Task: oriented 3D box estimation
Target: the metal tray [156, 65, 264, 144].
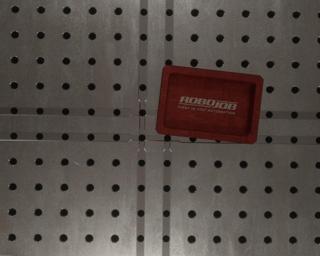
[{"bbox_3d":[0.064,-0.030,0.411,0.131,0.030,0.089,6,90,-1],"label":"metal tray"}]
